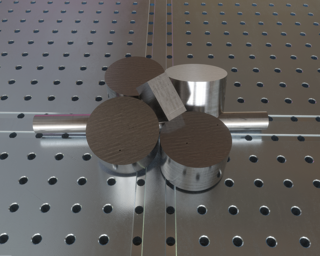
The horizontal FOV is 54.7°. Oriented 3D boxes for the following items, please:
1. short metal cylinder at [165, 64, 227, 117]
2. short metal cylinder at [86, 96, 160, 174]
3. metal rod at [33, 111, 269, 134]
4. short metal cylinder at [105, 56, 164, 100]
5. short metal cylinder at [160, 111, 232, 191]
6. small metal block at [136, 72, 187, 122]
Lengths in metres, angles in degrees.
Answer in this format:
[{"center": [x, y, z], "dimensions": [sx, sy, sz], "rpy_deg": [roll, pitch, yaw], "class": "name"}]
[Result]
[{"center": [0.047, -0.050, 0.412], "dimensions": [0.081, 0.050, 0.080], "rpy_deg": [0, 27, 0], "class": "short metal cylinder"}, {"center": [-0.041, 0.010, 0.362], "dimensions": [0.081, 0.050, 0.080], "rpy_deg": [0, 70, -1], "class": "short metal cylinder"}, {"center": [-0.011, -0.008, 0.409], "dimensions": [0.302, 0.025, 0.025], "rpy_deg": [-1, 50, -1], "class": "metal rod"}, {"center": [-0.033, -0.055, 0.432], "dimensions": [0.081, 0.050, 0.080], "rpy_deg": [0, 50, 0], "class": "short metal cylinder"}, {"center": [0.040, 0.026, 0.364], "dimensions": [0.081, 0.050, 0.080], "rpy_deg": [0, 50, 0], "class": "short metal cylinder"}, {"center": [0.000, -0.035, 0.370], "dimensions": [0.025, 0.050, 0.050], "rpy_deg": [-32, 99, -17], "class": "small metal block"}]
